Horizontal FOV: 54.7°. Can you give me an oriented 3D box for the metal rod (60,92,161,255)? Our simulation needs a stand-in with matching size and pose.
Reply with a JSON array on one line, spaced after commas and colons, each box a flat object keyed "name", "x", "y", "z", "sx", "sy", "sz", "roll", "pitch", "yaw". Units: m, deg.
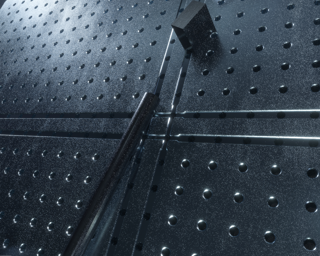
[{"name": "metal rod", "x": -0.073, "y": 0.085, "z": 0.394, "sx": 0.025, "sy": 0.025, "sz": 0.300, "roll": 13, "pitch": 68, "yaw": 33}]

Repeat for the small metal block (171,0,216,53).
[{"name": "small metal block", "x": 0.050, "y": -0.150, "z": 0.458, "sx": 0.025, "sy": 0.050, "sz": 0.050, "roll": 35, "pitch": 81, "yaw": 38}]
